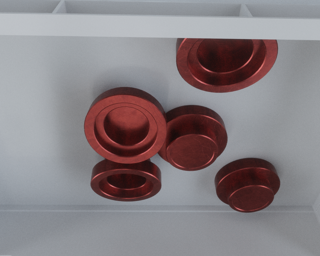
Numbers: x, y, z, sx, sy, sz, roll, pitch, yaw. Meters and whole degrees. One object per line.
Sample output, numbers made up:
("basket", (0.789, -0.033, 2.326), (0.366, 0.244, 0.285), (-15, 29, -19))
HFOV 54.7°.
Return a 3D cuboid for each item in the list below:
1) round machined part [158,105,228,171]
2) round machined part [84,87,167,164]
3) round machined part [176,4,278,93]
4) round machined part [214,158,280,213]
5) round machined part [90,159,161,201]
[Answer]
("round machined part", (0.042, 0.020, 0.416), (0.099, 0.042, 0.097), (-1, 130, 0))
("round machined part", (-0.041, -0.007, 0.385), (0.099, 0.042, 0.097), (0, 121, 0))
("round machined part", (0.066, -0.084, 0.318), (0.099, 0.042, 0.097), (1, 144, 1))
("round machined part", (0.137, 0.095, 0.481), (0.099, 0.042, 0.097), (-1, 130, 0))
("round machined part", (-0.048, 0.066, 0.445), (0.099, 0.042, 0.097), (-1, 142, -1))
